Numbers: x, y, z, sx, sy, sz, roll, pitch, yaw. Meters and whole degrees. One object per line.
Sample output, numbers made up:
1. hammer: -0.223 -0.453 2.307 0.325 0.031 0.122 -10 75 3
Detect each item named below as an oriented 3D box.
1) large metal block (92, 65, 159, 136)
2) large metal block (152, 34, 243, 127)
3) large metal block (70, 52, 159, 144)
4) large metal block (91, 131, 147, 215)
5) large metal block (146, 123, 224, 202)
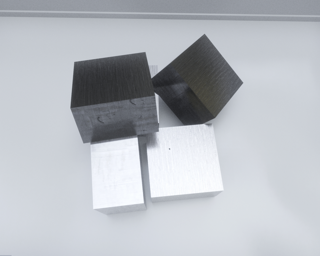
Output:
1. large metal block: -0.042 -0.034 0.407 0.081 0.050 0.080 -1 70 -1
2. large metal block: 0.046 -0.057 0.389 0.080 0.050 0.080 50 54 -8
3. large metal block: -0.048 -0.035 0.338 0.081 0.050 0.080 -9 45 -3
4. large metal block: -0.046 0.054 0.359 0.050 0.080 0.080 -6 70 -3
5. large metal block: 0.026 0.044 0.377 0.081 0.050 0.080 -5 70 -2
